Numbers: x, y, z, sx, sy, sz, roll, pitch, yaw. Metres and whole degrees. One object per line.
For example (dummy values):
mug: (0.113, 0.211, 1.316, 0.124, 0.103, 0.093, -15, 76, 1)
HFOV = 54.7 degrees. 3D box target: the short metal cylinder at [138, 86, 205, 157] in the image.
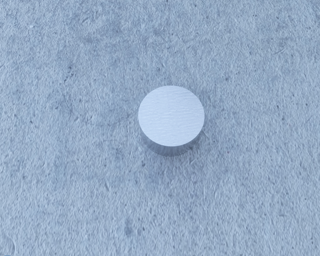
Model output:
short metal cylinder: (0.014, -0.008, 0.399, 0.081, 0.050, 0.080, 0, 70, 0)
